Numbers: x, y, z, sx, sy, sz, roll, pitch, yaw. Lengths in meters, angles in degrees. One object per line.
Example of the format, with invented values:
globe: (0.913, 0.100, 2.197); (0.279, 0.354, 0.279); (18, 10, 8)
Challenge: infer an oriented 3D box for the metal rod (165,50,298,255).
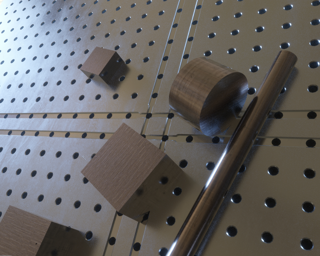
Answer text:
metal rod: (0.079, 0.037, 0.343); (0.025, 0.025, 0.300); (22, 73, 35)

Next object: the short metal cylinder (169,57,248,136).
short metal cylinder: (0.057, -0.037, 0.365); (0.080, 0.080, 0.050); (-49, 52, -6)

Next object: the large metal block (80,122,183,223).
large metal block: (-0.035, 0.053, 0.377); (0.080, 0.050, 0.080); (34, 81, 38)

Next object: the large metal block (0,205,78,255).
large metal block: (-0.162, 0.150, 0.383); (0.080, 0.050, 0.080); (7, 65, 31)

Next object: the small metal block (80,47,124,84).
small metal block: (-0.099, -0.107, 0.523); (0.050, 0.025, 0.050); (22, 73, 35)
